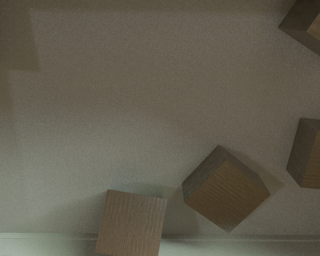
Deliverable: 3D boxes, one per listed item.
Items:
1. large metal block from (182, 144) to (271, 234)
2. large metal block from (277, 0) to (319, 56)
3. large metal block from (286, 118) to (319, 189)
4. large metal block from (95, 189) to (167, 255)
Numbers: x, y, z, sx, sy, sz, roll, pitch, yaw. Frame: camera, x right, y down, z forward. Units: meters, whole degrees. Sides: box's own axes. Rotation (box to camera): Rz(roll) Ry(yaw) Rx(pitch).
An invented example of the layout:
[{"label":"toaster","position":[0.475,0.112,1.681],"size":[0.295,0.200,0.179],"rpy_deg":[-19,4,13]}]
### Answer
[{"label":"large metal block","position":[0.088,0.084,0.430],"size":[0.080,0.050,0.080],"rpy_deg":[37,106,-13]},{"label":"large metal block","position":[0.192,-0.110,0.343],"size":[0.080,0.080,0.050],"rpy_deg":[29,108,-10]},{"label":"large metal block","position":[0.226,0.035,0.413],"size":[0.081,0.050,0.079],"rpy_deg":[5,110,-2]},{"label":"large metal block","position":[-0.039,0.131,0.427],"size":[0.081,0.050,0.080],"rpy_deg":[11,77,-4]}]
